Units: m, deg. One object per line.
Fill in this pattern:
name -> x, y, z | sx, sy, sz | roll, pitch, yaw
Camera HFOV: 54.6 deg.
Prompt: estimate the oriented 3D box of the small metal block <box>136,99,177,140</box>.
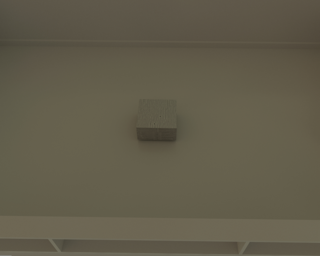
small metal block -> -0.003, -0.011, 0.410 | 0.050, 0.025, 0.050 | 1, 50, 1
